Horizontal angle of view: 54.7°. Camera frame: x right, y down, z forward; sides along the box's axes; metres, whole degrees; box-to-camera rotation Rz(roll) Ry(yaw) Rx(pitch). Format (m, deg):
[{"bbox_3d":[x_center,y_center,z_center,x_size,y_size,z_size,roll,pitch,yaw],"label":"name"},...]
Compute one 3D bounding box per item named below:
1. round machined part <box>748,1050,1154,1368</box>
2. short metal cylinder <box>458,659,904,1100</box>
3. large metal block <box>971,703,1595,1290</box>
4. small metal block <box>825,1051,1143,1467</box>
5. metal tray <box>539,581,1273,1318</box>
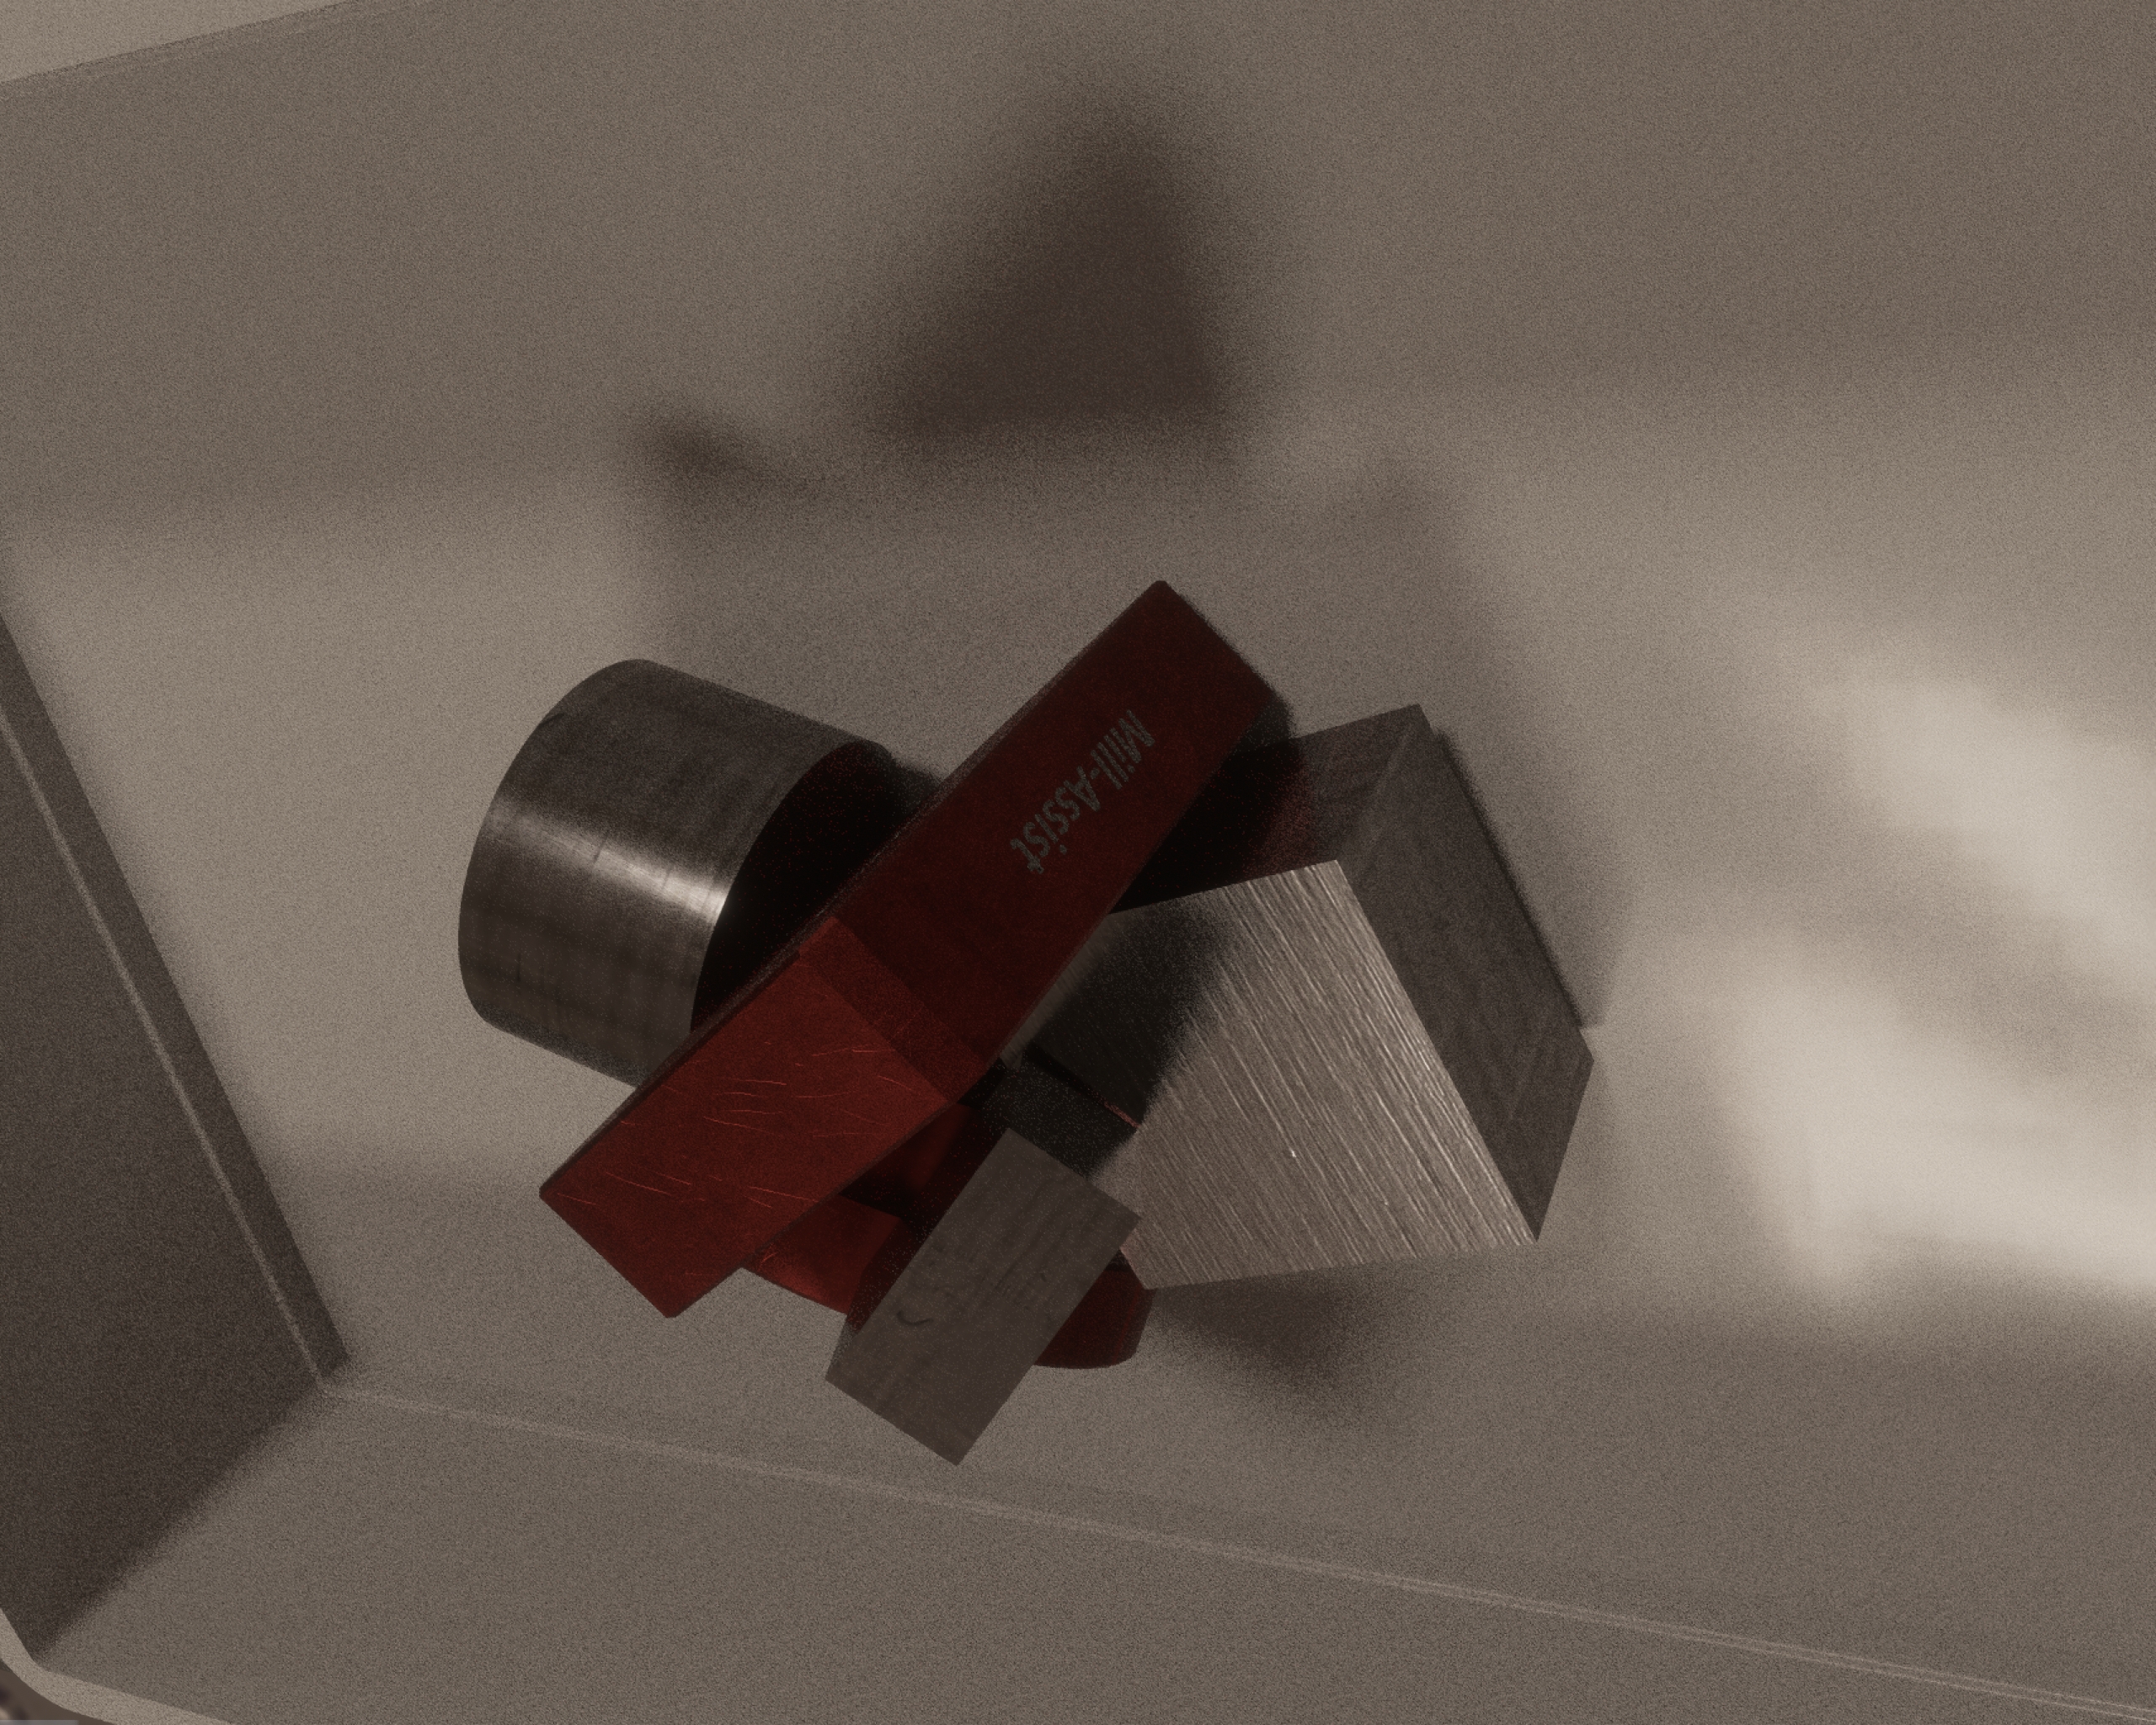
[{"bbox_3d":[-0.028,0.064,0.424,0.098,0.098,0.042,19,90,17],"label":"round machined part"},{"bbox_3d":[-0.076,0.005,0.413,0.050,0.080,0.079,21,126,16],"label":"short metal cylinder"},{"bbox_3d":[0.036,0.027,0.377,0.080,0.050,0.080,-15,115,34],"label":"large metal block"},{"bbox_3d":[-0.014,0.064,0.348,0.025,0.050,0.050,35,97,-4],"label":"small metal block"},{"bbox_3d":[-0.025,0.011,0.357,0.030,0.131,0.090,46,128,-5],"label":"metal tray"}]
